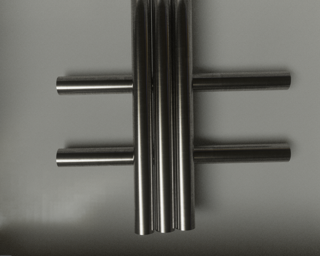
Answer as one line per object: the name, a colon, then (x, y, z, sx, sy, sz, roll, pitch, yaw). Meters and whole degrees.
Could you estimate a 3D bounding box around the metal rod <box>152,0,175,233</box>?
metal rod: (0.004, -0.023, 0.384, 0.025, 0.025, 0.298, -1, 90, 0)

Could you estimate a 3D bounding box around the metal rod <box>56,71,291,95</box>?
metal rod: (0.018, -0.059, 0.410, 0.302, 0.025, 0.025, -1, 90, 0)

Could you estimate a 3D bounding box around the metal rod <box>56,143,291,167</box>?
metal rod: (0.018, 0.036, 0.410, 0.302, 0.025, 0.025, -1, 90, 0)

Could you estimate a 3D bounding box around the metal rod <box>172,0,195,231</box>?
metal rod: (0.029, -0.026, 0.384, 0.025, 0.025, 0.298, -1, 90, 0)

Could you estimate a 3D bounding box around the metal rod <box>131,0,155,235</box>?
metal rod: (-0.022, -0.021, 0.384, 0.025, 0.025, 0.298, -1, 90, 0)
